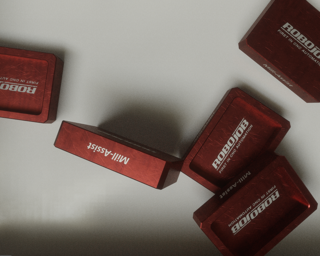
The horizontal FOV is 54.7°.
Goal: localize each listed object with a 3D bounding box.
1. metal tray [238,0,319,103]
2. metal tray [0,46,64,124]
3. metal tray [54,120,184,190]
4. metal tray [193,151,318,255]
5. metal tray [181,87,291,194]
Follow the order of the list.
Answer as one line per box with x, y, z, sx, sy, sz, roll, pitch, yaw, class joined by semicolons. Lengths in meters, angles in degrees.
0.181;-0.105;0.403;0.130;0.030;0.090;37;90;-6;metal tray
-0.201;-0.058;0.407;0.131;0.030;0.089;8;90;0;metal tray
-0.043;0.030;0.363;0.130;0.090;0.030;20;90;14;metal tray
0.118;0.102;0.382;0.130;0.030;0.090;-39;103;-4;metal tray
0.096;0.024;0.409;0.090;0.030;0.130;34;90;0;metal tray
